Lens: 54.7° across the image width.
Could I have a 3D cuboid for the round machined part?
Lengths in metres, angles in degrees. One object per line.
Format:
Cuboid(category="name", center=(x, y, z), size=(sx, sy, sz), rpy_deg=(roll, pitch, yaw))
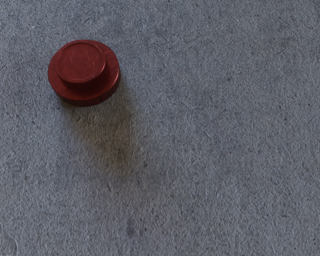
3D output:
Cuboid(category="round machined part", center=(-0.106, -0.082, 0.428), size=(0.099, 0.042, 0.098), rpy_deg=(0, 70, 0))
